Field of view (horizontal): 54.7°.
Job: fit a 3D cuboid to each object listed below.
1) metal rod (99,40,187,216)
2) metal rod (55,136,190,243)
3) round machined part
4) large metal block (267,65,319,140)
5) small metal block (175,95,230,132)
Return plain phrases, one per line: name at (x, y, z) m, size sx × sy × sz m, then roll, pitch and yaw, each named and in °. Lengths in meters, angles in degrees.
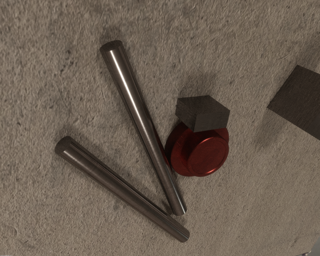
metal rod at (-0.010, 0.024, 0.417) m, size 0.025 × 0.025 × 0.299 m, roll -29°, pitch 129°, yaw -10°
metal rod at (-0.035, 0.105, 0.454) m, size 0.025 × 0.025 × 0.300 m, roll -42°, pitch 130°, yaw 0°
round machined part at (0.060, 0.032, 0.451) m, size 0.099 × 0.042 × 0.097 m, roll -14°, pitch 125°, yaw -21°
large metal block at (0.228, -0.039, 0.475) m, size 0.050 × 0.080 × 0.080 m, roll 23°, pitch 106°, yaw -37°
small metal block at (0.055, -0.020, 0.410) m, size 0.050 × 0.050 × 0.025 m, roll -8°, pitch 122°, yaw -25°
